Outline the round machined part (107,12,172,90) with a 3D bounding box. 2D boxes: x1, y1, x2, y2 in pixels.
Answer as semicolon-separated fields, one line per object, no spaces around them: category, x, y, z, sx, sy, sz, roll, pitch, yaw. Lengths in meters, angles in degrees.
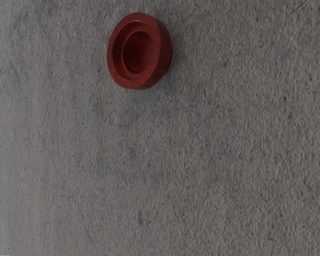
round machined part;-0.023;-0.099;0.414;0.098;0.042;0.097;0;90;40
